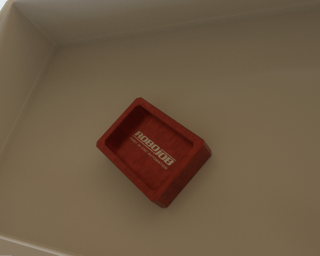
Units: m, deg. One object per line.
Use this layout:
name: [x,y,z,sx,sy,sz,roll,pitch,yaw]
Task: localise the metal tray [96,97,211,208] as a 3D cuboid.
metal tray: [-0.012,0.026,0.393,0.090,0.030,0.130,-49,51,-6]
